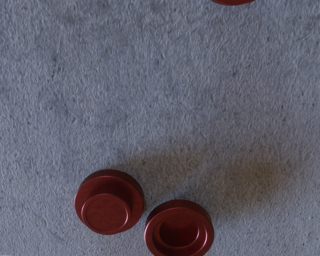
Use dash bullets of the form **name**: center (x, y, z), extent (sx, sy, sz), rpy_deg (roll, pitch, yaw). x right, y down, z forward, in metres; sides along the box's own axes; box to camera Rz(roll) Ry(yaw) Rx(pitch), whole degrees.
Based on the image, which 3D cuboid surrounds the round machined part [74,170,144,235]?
- **round machined part**: center (-0.073, 0.112, 0.441), extent (0.099, 0.042, 0.097), rpy_deg (0, 110, -1)

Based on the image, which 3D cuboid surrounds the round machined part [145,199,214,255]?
- **round machined part**: center (0.027, 0.146, 0.455), extent (0.099, 0.042, 0.097), rpy_deg (0, 110, -1)

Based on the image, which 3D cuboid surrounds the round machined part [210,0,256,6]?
- **round machined part**: center (0.079, -0.184, 0.334), extent (0.099, 0.042, 0.097), rpy_deg (0, 110, -1)
